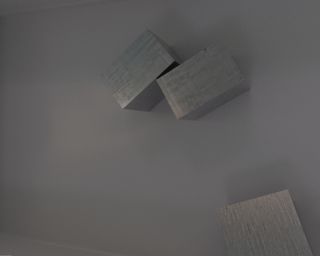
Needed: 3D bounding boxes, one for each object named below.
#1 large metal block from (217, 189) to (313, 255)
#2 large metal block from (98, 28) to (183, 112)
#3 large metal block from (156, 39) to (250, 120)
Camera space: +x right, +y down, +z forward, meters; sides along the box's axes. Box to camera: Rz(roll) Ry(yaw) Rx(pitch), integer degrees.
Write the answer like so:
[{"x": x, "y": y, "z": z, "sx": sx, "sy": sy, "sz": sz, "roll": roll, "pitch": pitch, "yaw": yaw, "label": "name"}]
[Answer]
[{"x": 0.117, "y": 0.122, "z": 0.339, "sx": 0.080, "sy": 0.050, "sz": 0.080, "roll": -21, "pitch": 56, "yaw": 18, "label": "large metal block"}, {"x": -0.015, "y": -0.067, "z": 0.386, "sx": 0.080, "sy": 0.080, "sz": 0.050, "roll": -41, "pitch": 77, "yaw": 15, "label": "large metal block"}, {"x": 0.054, "y": -0.050, "z": 0.362, "sx": 0.080, "sy": 0.080, "sz": 0.050, "roll": -30, "pitch": 80, "yaw": 17, "label": "large metal block"}]
